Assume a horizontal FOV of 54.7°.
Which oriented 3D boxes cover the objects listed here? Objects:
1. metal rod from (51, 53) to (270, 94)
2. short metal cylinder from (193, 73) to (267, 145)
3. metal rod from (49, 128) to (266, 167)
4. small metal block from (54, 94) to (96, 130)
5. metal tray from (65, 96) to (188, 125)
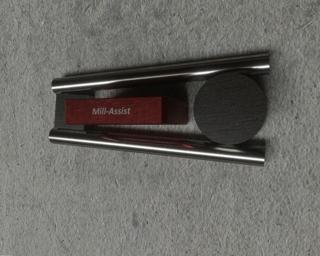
[{"bbox_3d":[-0.013,-0.069,0.415,0.301,0.025,0.025,-3,89,19],"label":"metal rod"},{"bbox_3d":[0.085,-0.021,0.366,0.080,0.050,0.079,0,90,20],"label":"short metal cylinder"},{"bbox_3d":[-0.017,0.022,0.416,0.301,0.025,0.025,5,92,19],"label":"metal rod"},{"bbox_3d":[-0.125,-0.023,0.455,0.050,0.025,0.050,5,92,19],"label":"small metal block"},{"bbox_3d":[-0.039,-0.019,0.388,0.130,0.090,0.030,0,90,20],"label":"metal tray"}]
